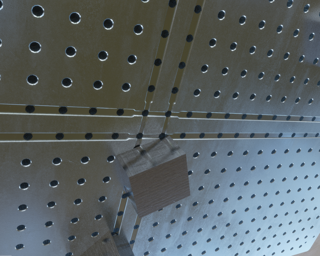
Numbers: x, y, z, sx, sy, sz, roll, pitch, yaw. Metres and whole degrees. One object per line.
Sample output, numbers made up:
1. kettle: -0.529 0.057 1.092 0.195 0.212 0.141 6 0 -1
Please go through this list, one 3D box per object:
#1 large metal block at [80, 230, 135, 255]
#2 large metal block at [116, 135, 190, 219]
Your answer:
1. large metal block: -0.080 0.220 0.470 0.080 0.080 0.050 -41 130 -1
2. large metal block: -0.008 0.067 0.434 0.081 0.050 0.079 -21 127 -16
